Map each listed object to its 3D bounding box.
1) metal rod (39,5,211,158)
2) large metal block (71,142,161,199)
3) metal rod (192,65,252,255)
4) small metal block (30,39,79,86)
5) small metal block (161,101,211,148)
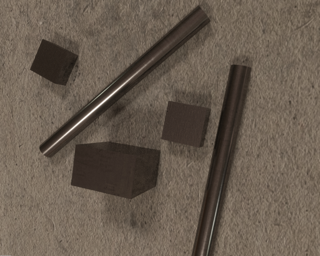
[{"bbox_3d":[-0.058,-0.055,0.428,0.300,0.025,0.025,-38,78,15],"label":"metal rod"},{"bbox_3d":[-0.053,0.050,0.397,0.080,0.080,0.050,8,93,19],"label":"large metal block"},{"bbox_3d":[0.070,0.072,0.383,0.025,0.025,0.298,12,94,19],"label":"metal rod"},{"bbox_3d":[-0.158,-0.098,0.463,0.050,0.025,0.050,29,99,17],"label":"small metal block"},{"bbox_3d":[0.034,-0.005,0.397,0.050,0.025,0.050,12,94,19],"label":"small metal block"}]
